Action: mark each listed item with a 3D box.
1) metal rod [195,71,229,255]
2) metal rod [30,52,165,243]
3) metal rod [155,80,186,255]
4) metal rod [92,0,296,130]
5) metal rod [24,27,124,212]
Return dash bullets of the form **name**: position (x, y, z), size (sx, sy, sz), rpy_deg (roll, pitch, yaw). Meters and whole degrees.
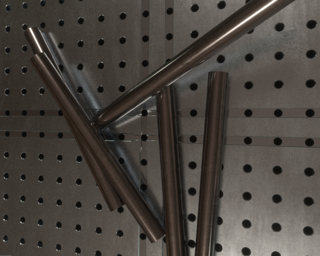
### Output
- **metal rod**: position (0.062, 0.080, 0.390), size (0.025, 0.025, 0.298), rpy_deg (5, 91, 19)
- **metal rod**: position (-0.087, 0.023, 0.425), size (0.025, 0.025, 0.299), rpy_deg (-36, 85, 16)
- **metal rod**: position (0.016, 0.088, 0.406), size (0.025, 0.025, 0.298), rpy_deg (-5, 88, 19)
- **metal rod**: position (0.023, -0.073, 0.365), size (0.299, 0.025, 0.025), rpy_deg (-31, 80, 31)
- **metal rod**: position (-0.127, -0.019, 0.455), size (0.025, 0.025, 0.299), rpy_deg (-31, 80, 17)
